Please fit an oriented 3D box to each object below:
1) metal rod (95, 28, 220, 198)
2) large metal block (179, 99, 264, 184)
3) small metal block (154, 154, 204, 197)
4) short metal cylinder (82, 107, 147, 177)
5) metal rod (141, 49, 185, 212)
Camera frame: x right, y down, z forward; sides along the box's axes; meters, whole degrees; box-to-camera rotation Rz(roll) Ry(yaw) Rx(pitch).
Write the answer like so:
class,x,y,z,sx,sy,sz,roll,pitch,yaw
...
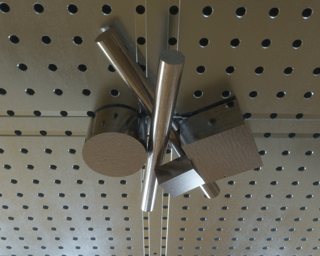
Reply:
class,x,y,z,sx,sy,sz,roll,pitch,yaw
metal rod,0.013,0.003,0.409,0.025,0.025,0.300,-22,127,18
large metal block,0.080,0.020,0.407,0.080,0.050,0.080,-21,127,17
small metal block,0.028,0.065,0.421,0.050,0.025,0.050,-27,141,11
short metal cylinder,-0.057,0.019,0.406,0.081,0.050,0.079,-1,130,-1
metal rod,-0.004,0.030,0.407,0.025,0.025,0.298,5,138,-4
